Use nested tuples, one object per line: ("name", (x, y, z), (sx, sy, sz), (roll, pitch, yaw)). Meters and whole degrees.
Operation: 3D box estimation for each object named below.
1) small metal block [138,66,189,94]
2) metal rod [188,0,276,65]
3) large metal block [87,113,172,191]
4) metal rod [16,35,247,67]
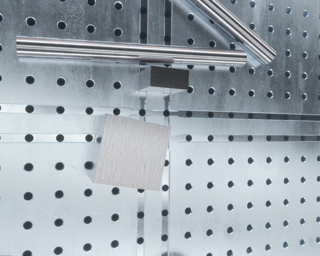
("small metal block", (0.004, -0.061, 0.402), (0.050, 0.050, 0.025), (3, 89, -20))
("metal rod", (0.049, -0.187, 0.431), (0.301, 0.025, 0.025), (33, 79, -17))
("large metal block", (-0.039, 0.030, 0.386), (0.081, 0.050, 0.080), (12, 86, -20))
("metal rod", (-0.021, -0.098, 0.405), (0.303, 0.025, 0.025), (-2, 91, -21))
